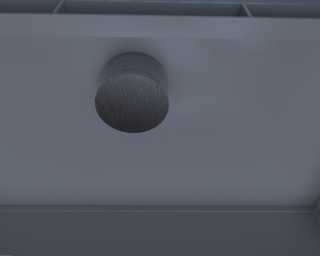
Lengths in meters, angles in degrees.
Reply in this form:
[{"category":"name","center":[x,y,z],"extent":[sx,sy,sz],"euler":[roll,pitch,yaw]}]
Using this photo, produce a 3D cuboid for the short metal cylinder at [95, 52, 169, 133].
[{"category":"short metal cylinder","center":[-0.031,-0.040,0.358],"extent":[0.081,0.050,0.079],"euler":[-1,130,0]}]
